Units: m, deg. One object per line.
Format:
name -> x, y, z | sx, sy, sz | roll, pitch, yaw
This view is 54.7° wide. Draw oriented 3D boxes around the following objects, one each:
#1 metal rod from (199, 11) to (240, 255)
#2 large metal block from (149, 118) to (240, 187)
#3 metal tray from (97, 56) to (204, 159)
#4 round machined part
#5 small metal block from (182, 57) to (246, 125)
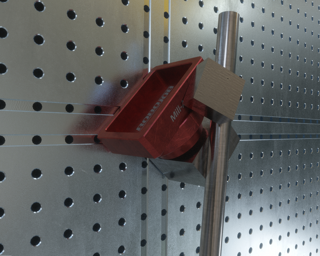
metal rod -> 0.070, 0.011, 0.366 | 0.025, 0.025, 0.298 | 9, 84, -40
large metal block -> 0.045, 0.027, 0.410 | 0.050, 0.080, 0.080 | 51, 60, -29
metal tray -> -0.005, -0.026, 0.364 | 0.030, 0.090, 0.130 | 51, 60, -28
round machined part -> 0.012, -0.001, 0.379 | 0.042, 0.098, 0.098 | 50, 60, -29
small metal block -> 0.058, -0.039, 0.332 | 0.050, 0.025, 0.050 | 27, 70, -17
